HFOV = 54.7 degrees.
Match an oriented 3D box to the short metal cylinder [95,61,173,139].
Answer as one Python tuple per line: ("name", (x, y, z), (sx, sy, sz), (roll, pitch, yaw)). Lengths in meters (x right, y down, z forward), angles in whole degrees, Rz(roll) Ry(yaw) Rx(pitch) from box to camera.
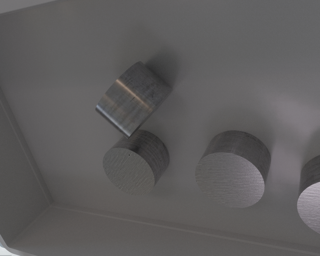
("short metal cylinder", (-0.030, -0.032, 0.369), (0.050, 0.080, 0.080), (42, 129, -1))

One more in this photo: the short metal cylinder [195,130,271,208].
("short metal cylinder", (0.089, 0.050, 0.376), (0.080, 0.050, 0.079), (13, 124, 21))

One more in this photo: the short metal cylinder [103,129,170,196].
("short metal cylinder", (-0.033, 0.049, 0.440), (0.080, 0.050, 0.079), (13, 124, 21))

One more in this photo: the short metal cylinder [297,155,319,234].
("short metal cylinder", (0.194, 0.073, 0.335), (0.080, 0.050, 0.079), (13, 124, 21))
